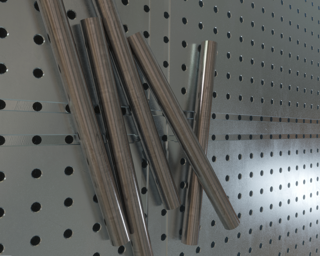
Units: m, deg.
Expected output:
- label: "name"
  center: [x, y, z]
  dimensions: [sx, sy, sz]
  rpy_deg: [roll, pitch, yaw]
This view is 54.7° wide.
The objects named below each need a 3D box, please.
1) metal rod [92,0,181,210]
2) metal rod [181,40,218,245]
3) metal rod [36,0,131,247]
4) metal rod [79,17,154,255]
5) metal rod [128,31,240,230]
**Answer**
- label: "metal rod"
  center: [-0.028, -0.032, 0.387]
  dimensions: [0.025, 0.025, 0.298]
  rpy_deg: [-29, 109, -36]
- label: "metal rod"
  center: [0.059, 0.018, 0.461]
  dimensions: [0.025, 0.025, 0.298]
  rpy_deg: [11, 83, -40]
- label: "metal rod"
  center: [-0.082, -0.007, 0.341]
  dimensions: [0.025, 0.025, 0.298]
  rpy_deg: [-23, 105, -38]
- label: "metal rod"
  center: [-0.049, 0.024, 0.370]
  dimensions: [0.025, 0.025, 0.298]
  rpy_deg: [-19, 102, -39]
- label: "metal rod"
  center: [0.036, 0.013, 0.418]
  dimensions: [0.025, 0.025, 0.299]
  rpy_deg: [-38, 107, -34]
